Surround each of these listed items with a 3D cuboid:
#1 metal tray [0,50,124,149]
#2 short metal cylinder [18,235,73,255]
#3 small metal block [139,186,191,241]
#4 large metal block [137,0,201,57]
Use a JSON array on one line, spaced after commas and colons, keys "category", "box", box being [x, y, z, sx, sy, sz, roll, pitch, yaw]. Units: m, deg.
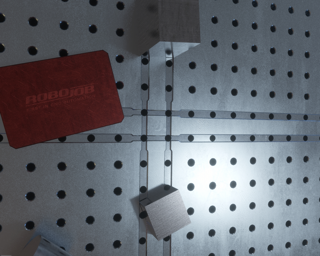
[{"category": "metal tray", "box": [-0.117, -0.035, 0.367, 0.131, 0.030, 0.089, -15, 95, -20]}, {"category": "short metal cylinder", "box": [-0.134, 0.165, 0.334, 0.050, 0.080, 0.080, 41, 77, -16]}, {"category": "small metal block", "box": [0.007, 0.113, 0.415, 0.050, 0.025, 0.050, -23, 98, -19]}, {"category": "large metal block", "box": [0.008, -0.137, 0.386, 0.050, 0.080, 0.079, -3, 91, -20]}]
